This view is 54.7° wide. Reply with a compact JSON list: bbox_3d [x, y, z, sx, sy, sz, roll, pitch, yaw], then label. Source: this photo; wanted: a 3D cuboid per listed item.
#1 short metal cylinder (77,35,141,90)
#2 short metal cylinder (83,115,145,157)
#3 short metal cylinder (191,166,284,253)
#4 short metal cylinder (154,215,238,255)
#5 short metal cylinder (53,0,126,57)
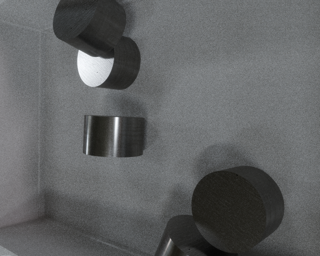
[{"bbox_3d":[-0.075,-0.097,0.450,0.080,0.050,0.079,0,91,39],"label":"short metal cylinder"},{"bbox_3d":[-0.062,0.009,0.420,0.080,0.081,0.050,5,93,39],"label":"short metal cylinder"},{"bbox_3d":[0.081,0.082,0.323,0.080,0.050,0.079,0,90,39],"label":"short metal cylinder"},{"bbox_3d":[0.037,0.140,0.339,0.080,0.081,0.050,31,109,35],"label":"short metal cylinder"},{"bbox_3d":[-0.091,-0.139,0.399,0.080,0.050,0.080,-10,72,32],"label":"short metal cylinder"}]
